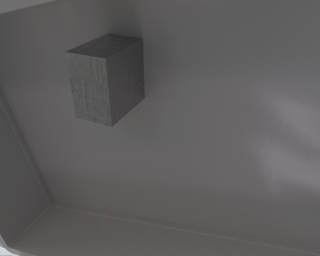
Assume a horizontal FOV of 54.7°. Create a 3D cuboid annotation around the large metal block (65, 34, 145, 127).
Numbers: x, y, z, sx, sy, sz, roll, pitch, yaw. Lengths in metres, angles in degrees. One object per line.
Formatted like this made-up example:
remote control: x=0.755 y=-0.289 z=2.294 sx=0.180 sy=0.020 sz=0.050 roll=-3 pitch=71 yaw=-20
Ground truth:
large metal block: x=-0.060 y=-0.060 z=0.368 sx=0.050 sy=0.080 sz=0.079 roll=14 pitch=124 yaw=21
